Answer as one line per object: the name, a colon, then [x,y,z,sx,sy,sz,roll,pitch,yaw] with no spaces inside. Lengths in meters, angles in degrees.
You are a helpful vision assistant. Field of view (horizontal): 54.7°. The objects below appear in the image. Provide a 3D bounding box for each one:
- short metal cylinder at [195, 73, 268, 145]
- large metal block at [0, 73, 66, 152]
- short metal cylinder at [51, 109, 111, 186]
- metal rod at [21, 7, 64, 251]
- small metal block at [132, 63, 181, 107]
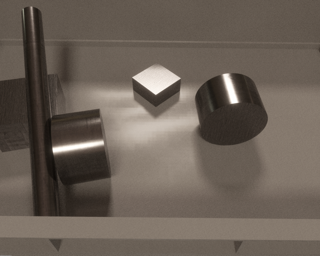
short metal cylinder: [0.087,-0.022,0.389,0.081,0.080,0.050,-3,50,-3]
large metal block: [-0.169,-0.021,0.404,0.081,0.050,0.080,-9,51,-8]
short metal cylinder: [-0.087,0.021,0.351,0.050,0.080,0.080,-9,51,-8]
metal rod: [-0.138,-0.019,0.353,0.025,0.025,0.299,-10,66,-9]
small metal block: [-0.005,-0.065,0.460,0.050,0.025,0.050,-36,59,-27]
